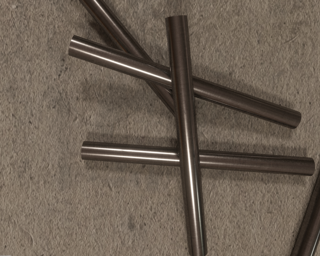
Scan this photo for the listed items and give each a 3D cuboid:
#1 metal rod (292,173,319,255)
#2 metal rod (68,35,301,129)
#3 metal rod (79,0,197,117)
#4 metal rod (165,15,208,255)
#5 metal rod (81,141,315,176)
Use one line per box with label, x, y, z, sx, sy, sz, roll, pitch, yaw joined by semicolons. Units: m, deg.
metal rod;0.219;0.088;0.412;0.025;0.025;0.298;19;90;-1
metal rod;0.038;-0.054;0.390;0.302;0.025;0.025;17;90;-9
metal rod;-0.056;-0.126;0.409;0.025;0.025;0.300;-39;91;0
metal rod;0.034;0.020;0.379;0.025;0.025;0.298;-7;103;0
metal rod;0.050;0.041;0.410;0.302;0.025;0.025;4;90;-1
